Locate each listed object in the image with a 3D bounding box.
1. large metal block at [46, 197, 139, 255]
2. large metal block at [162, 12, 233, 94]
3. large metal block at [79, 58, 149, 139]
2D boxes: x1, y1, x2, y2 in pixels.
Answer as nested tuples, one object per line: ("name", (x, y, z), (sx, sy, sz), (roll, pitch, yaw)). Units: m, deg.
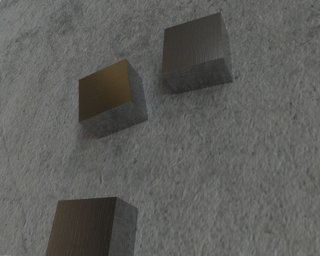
("large metal block", (-0.076, 0.126, 0.349), (0.080, 0.050, 0.080), (-9, 58, 23))
("large metal block", (0.051, -0.100, 0.421), (0.080, 0.050, 0.080), (-10, 57, 22))
("large metal block", (-0.069, -0.042, 0.448), (0.080, 0.050, 0.080), (-21, 54, 15))
